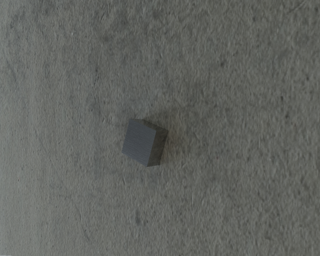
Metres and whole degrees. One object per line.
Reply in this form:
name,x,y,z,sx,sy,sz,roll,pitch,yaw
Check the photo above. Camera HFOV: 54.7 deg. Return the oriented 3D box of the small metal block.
small metal block,-0.021,0.019,0.420,0.050,0.025,0.050,24,105,37
